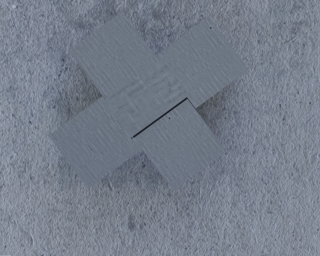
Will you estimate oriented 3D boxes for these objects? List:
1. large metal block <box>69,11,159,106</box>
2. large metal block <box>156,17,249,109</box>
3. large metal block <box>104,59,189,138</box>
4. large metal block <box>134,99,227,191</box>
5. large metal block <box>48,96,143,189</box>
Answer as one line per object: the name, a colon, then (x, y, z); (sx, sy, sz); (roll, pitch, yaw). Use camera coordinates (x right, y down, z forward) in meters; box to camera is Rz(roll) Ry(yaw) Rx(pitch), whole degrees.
large metal block: (-0.054, -0.085, 0.397); (0.080, 0.050, 0.080); (-36, 90, 0)
large metal block: (0.051, -0.079, 0.398); (0.080, 0.050, 0.080); (-36, 90, 0)
large metal block: (-0.015, -0.033, 0.383); (0.080, 0.080, 0.050); (-36, 90, 0)
large metal block: (0.025, 0.020, 0.398); (0.080, 0.050, 0.080); (-36, 90, 0)
large metal block: (-0.078, 0.017, 0.397); (0.080, 0.050, 0.080); (-36, 90, 0)
